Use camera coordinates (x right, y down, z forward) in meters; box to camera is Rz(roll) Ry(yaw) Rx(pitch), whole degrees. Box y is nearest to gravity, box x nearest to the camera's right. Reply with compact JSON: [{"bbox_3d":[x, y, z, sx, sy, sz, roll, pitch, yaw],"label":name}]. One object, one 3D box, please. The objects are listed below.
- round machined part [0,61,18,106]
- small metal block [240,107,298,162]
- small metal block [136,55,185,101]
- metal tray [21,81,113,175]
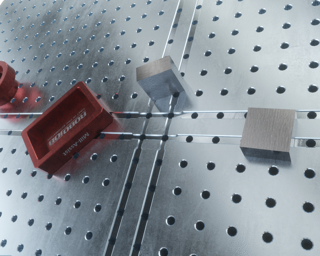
[{"bbox_3d":[-0.324,-0.082,0.614,0.098,0.042,0.098,-13,56,20],"label":"round machined part"},{"bbox_3d":[0.120,0.006,0.341,0.050,0.025,0.050,5,64,30],"label":"small metal block"},{"bbox_3d":[0.001,-0.068,0.432,0.050,0.050,0.025,-17,55,18],"label":"small metal block"},{"bbox_3d":[-0.146,-0.003,0.480,0.130,0.030,0.090,-41,51,-1],"label":"metal tray"}]
